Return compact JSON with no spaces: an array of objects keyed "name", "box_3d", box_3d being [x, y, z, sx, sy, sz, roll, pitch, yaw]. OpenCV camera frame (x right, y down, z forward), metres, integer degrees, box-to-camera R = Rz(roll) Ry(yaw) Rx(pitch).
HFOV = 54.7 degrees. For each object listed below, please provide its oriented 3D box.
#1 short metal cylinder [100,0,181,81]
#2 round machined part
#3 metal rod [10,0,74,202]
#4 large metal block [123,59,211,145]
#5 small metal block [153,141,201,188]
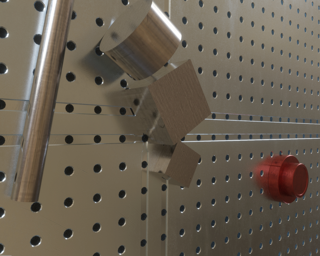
[{"name":"short metal cylinder","box_3d":[-0.023,-0.102,0.356,0.050,0.080,0.080,41,65,-33]},{"name":"round machined part","box_3d":[0.263,0.103,0.623,0.099,0.042,0.097,0,90,-40]},{"name":"metal rod","box_3d":[-0.111,-0.077,0.317,0.025,0.025,0.298,13,82,-40]},{"name":"large metal block","box_3d":[0.012,-0.034,0.405,0.080,0.050,0.080,-38,114,-34]},{"name":"small metal block","box_3d":[0.024,0.049,0.432,0.050,0.025,0.050,36,68,-34]}]
